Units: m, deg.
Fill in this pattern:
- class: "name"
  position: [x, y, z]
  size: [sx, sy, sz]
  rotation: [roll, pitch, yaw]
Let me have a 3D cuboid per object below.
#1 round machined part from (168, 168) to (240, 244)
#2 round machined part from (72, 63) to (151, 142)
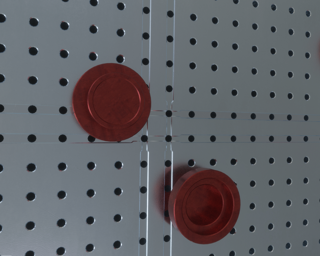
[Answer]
- class: "round machined part"
  position: [0.057, 0.103, 0.424]
  size: [0.099, 0.042, 0.097]
  rotation: [0, 90, -20]
- class: "round machined part"
  position: [-0.057, -0.032, 0.382]
  size: [0.099, 0.042, 0.097]
  rotation: [0, 90, -20]
